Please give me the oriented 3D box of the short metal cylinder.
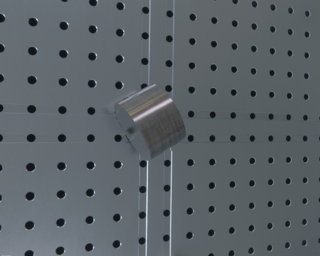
[{"bbox_3d":[-0.013,-0.007,0.378,0.050,0.080,0.080,-31,101,-17],"label":"short metal cylinder"}]
